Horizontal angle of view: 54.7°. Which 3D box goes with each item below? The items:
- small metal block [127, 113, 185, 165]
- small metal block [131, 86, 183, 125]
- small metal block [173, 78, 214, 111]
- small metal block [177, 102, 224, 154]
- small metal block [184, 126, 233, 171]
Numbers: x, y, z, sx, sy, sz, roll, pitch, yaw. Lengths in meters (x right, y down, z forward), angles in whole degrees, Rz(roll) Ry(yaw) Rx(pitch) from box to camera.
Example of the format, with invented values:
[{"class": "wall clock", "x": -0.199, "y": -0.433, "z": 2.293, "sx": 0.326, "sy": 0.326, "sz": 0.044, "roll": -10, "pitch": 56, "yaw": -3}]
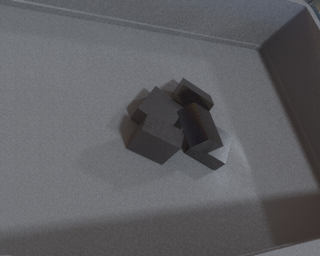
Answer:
[{"class": "small metal block", "x": -0.006, "y": 0.015, "z": 0.376, "sx": 0.050, "sy": 0.050, "sz": 0.025, "roll": 26, "pitch": 53, "yaw": -13}, {"class": "small metal block", "x": -0.002, "y": -0.020, "z": 0.415, "sx": 0.050, "sy": 0.025, "sz": 0.050, "roll": 37, "pitch": 51, "yaw": -4}, {"class": "small metal block", "x": 0.047, "y": -0.043, "z": 0.443, "sx": 0.050, "sy": 0.025, "sz": 0.050, "roll": 32, "pitch": 19, "yaw": -8}, {"class": "small metal block", "x": 0.051, "y": 0.001, "z": 0.385, "sx": 0.050, "sy": 0.025, "sz": 0.050, "roll": 22, "pitch": 45, "yaw": -57}, {"class": "small metal block", "x": 0.068, "y": 0.022, "z": 0.428, "sx": 0.050, "sy": 0.025, "sz": 0.050, "roll": 31, "pitch": 52, "yaw": -9}]
